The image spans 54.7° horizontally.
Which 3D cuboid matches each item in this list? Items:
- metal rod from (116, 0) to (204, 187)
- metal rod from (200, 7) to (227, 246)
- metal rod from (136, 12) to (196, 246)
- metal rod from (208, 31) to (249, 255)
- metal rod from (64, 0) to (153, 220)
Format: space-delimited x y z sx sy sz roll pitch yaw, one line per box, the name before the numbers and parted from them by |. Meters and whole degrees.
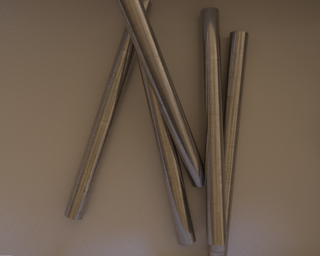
metal rod | 0.000 -0.055 0.353 0.025 0.025 0.299 -23 114 0
metal rod | 0.068 -0.006 0.398 0.025 0.025 0.298 -1 85 0
metal rod | 0.004 0.005 0.398 0.025 0.025 0.298 -12 95 0
metal rod | 0.091 0.024 0.411 0.025 0.025 0.298 6 90 0
metal rod | -0.068 -0.026 0.410 0.025 0.025 0.299 18 90 0
